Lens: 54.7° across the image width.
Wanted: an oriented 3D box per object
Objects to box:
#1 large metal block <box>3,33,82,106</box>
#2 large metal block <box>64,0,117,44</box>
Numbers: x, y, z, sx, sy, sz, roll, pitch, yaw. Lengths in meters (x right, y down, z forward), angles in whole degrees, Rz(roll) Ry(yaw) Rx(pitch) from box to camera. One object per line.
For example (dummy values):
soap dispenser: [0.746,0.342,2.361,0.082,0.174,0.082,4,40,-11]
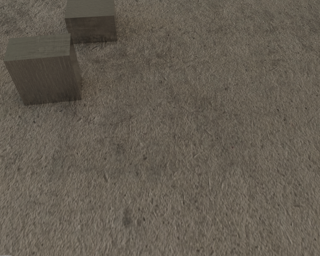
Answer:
large metal block: [-0.158,-0.081,0.434,0.081,0.080,0.050,-7,51,-6]
large metal block: [-0.120,-0.196,0.551,0.081,0.050,0.080,-5,50,-4]
